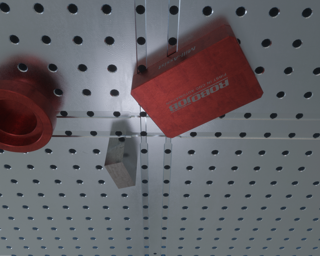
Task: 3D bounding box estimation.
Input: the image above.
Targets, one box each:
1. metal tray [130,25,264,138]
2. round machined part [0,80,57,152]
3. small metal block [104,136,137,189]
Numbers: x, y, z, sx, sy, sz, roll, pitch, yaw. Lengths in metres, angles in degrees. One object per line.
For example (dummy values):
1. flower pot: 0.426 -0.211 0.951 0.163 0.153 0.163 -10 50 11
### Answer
1. metal tray: 0.043 -0.049 0.367 0.130 0.030 0.090 -26 126 20
2. round machined part: -0.178 -0.018 0.383 0.099 0.042 0.097 0 130 0
3. small metal block: -0.053 0.049 0.436 0.025 0.050 0.050 -13 129 11
